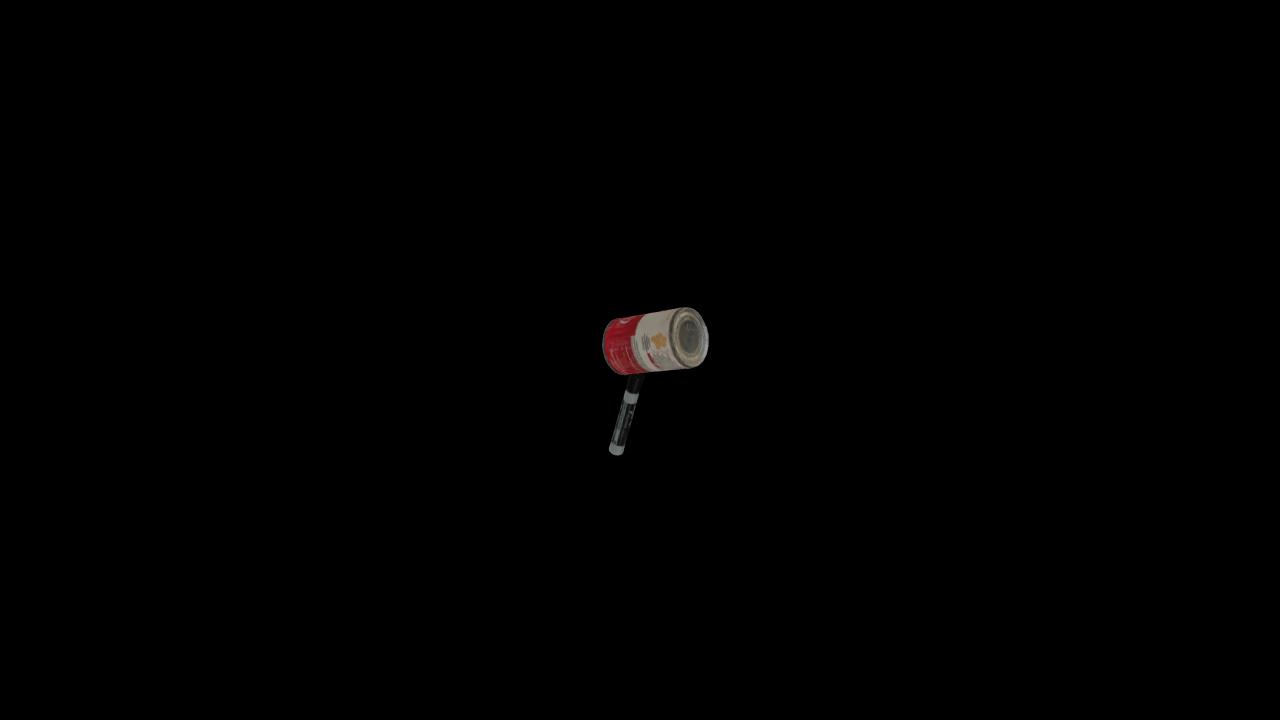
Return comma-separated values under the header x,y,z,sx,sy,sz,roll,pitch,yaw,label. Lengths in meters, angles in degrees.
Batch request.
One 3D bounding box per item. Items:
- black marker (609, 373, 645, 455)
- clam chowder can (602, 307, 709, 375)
x,y,z,sx,sy,sz,roll,pitch,yaw,label
-0.016,0.063,0.739,0.020,0.121,0.020,12,29,-7,black marker
0.017,-0.020,0.685,0.102,0.068,0.068,-6,-4,42,clam chowder can
